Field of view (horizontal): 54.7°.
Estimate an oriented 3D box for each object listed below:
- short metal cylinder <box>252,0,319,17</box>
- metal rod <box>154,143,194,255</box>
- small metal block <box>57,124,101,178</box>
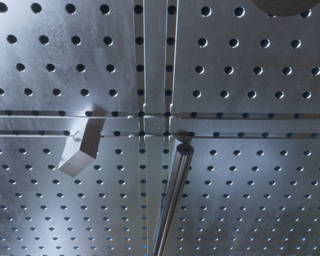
[{"bbox_3d":[0.111,-0.147,0.272,0.081,0.050,0.079,0,130,0],"label":"short metal cylinder"},{"bbox_3d":[0.017,0.143,0.533,0.025,0.025,0.298,5,130,-5],"label":"metal rod"},{"bbox_3d":[-0.109,0.031,0.420,0.025,0.050,0.050,36,121,-27],"label":"small metal block"}]
